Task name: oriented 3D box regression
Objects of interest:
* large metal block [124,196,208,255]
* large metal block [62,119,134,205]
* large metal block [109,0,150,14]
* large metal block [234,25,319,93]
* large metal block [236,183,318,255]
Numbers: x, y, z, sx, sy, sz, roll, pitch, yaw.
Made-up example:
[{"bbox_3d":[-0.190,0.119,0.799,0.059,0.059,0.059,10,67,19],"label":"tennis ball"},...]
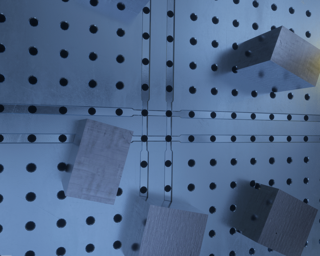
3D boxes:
[{"bbox_3d":[0.007,0.139,0.402,0.081,0.050,0.080,15,85,-20],"label":"large metal block"},{"bbox_3d":[-0.075,0.035,0.356,0.050,0.080,0.080,16,85,-19],"label":"large metal block"},{"bbox_3d":[-0.045,-0.202,0.382,0.080,0.050,0.080,19,84,-19],"label":"large metal block"},{"bbox_3d":[0.170,-0.094,0.445,0.080,0.080,0.050,23,82,-19],"label":"large metal block"},{"bbox_3d":[0.175,0.139,0.464,0.080,0.050,0.080,28,81,-18],"label":"large metal block"}]
